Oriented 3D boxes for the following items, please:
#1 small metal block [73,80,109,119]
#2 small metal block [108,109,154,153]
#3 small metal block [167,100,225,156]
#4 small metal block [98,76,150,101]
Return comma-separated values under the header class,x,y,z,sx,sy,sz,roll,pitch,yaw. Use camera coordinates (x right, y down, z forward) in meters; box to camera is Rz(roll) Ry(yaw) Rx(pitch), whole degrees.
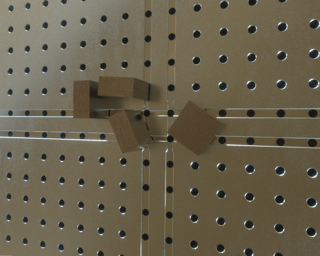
class,x,y,z,sx,sy,sz,roll,pitch,yaw
small metal block,-0.095,-0.038,0.434,0.025,0.050,0.050,1,90,20
small metal block,-0.037,0.004,0.413,0.025,0.050,0.050,-26,82,18
small metal block,0.046,0.000,0.397,0.050,0.025,0.050,37,102,16
small metal block,-0.048,-0.053,0.417,0.050,0.050,0.025,5,92,20
